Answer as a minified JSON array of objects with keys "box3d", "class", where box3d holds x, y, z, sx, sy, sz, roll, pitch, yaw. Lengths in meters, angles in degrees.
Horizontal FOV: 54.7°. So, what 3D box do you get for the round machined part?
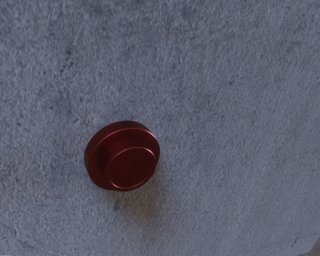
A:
[{"box3d":[-0.044,0.043,0.400,0.099,0.042,0.097,-14,125,-21],"class":"round machined part"}]
